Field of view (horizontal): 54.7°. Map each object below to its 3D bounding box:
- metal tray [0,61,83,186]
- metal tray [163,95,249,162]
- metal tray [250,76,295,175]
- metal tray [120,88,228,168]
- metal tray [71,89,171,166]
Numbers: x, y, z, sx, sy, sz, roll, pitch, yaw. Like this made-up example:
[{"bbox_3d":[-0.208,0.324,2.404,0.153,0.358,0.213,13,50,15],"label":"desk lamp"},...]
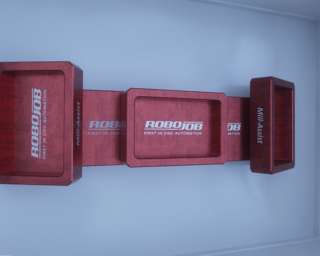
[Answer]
[{"bbox_3d":[-0.133,-0.005,0.338,0.090,0.030,0.129,1,90,5],"label":"metal tray"},{"bbox_3d":[0.071,0.001,0.433,0.131,0.030,0.089,0,90,-20],"label":"metal tray"},{"bbox_3d":[0.164,-0.004,0.446,0.091,0.030,0.129,0,90,-48],"label":"metal tray"},{"bbox_3d":[0.019,0.000,0.381,0.131,0.030,0.089,1,89,-20],"label":"metal tray"},{"bbox_3d":[-0.052,0.000,0.388,0.131,0.030,0.089,0,90,-20],"label":"metal tray"}]
